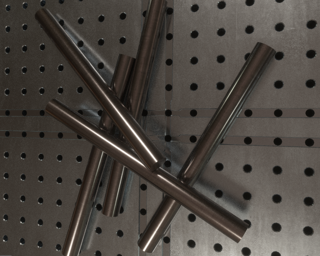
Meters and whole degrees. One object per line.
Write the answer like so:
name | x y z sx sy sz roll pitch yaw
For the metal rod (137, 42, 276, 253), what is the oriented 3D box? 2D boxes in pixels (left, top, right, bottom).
metal rod | 0.054 0.032 0.393 0.025 0.025 0.299 33 100 16

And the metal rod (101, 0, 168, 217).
metal rod | -0.036 -0.025 0.424 0.025 0.025 0.298 15 95 19

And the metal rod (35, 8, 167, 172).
metal rod | -0.091 -0.064 0.420 0.025 0.025 0.300 -45 68 14

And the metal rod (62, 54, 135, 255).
metal rod | -0.088 0.043 0.442 0.025 0.025 0.298 19 96 18

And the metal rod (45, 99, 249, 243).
metal rod | -0.029 0.045 0.393 0.300 0.025 0.025 32 100 16
